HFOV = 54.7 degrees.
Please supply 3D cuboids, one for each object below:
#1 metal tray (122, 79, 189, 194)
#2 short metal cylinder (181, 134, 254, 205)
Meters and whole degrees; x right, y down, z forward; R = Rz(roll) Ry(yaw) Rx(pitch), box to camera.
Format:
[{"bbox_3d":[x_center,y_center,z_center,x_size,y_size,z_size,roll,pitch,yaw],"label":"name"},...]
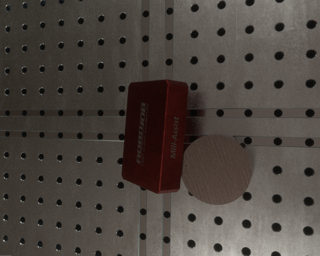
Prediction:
[{"bbox_3d":[-0.009,0.008,0.387,0.090,0.030,0.129,7,93,55],"label":"metal tray"},{"bbox_3d":[0.070,0.047,0.374,0.080,0.050,0.079,0,90,19],"label":"short metal cylinder"}]
